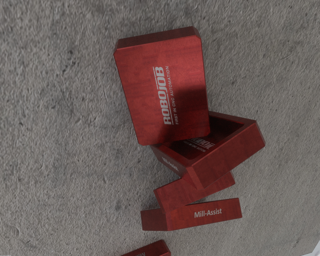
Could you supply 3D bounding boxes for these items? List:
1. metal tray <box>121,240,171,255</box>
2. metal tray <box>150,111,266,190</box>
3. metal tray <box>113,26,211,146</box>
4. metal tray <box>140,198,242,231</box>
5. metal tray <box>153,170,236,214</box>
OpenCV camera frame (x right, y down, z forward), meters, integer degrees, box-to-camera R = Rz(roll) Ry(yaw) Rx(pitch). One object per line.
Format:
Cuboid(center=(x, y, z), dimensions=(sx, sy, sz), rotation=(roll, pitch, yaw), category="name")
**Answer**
Cuboid(center=(-0.046, 0.255, 0.537), dimensions=(0.131, 0.030, 0.089), rotation=(-15, 125, -20), category="metal tray")
Cuboid(center=(0.049, 0.018, 0.371), dimensions=(0.090, 0.130, 0.030), rotation=(-32, 108, -13), category="metal tray")
Cuboid(center=(0.007, -0.043, 0.359), dimensions=(0.090, 0.030, 0.129), rotation=(-9, 126, 4), category="metal tray")
Cuboid(center=(0.047, 0.132, 0.475), dimensions=(0.131, 0.090, 0.030), rotation=(0, 74, -29), category="metal tray")
Cuboid(center=(0.051, 0.073, 0.412), dimensions=(0.090, 0.030, 0.130), rotation=(-25, 170, 9), category="metal tray")
